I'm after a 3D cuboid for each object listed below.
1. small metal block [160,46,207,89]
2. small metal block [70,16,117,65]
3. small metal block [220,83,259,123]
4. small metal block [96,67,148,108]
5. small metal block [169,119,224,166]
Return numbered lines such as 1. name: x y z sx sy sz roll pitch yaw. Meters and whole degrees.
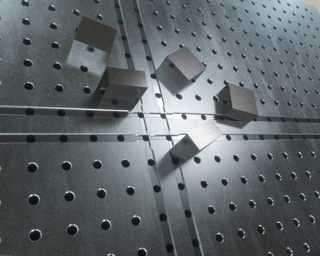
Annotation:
1. small metal block: 0.037 -0.096 0.489 0.050 0.025 0.050 48 51 5
2. small metal block: -0.092 -0.123 0.434 0.050 0.025 0.050 19 54 -18
3. small metal block: 0.129 -0.041 0.505 0.050 0.025 0.050 13 56 -21
4. small metal block: -0.050 -0.050 0.397 0.050 0.050 0.025 2 61 -28
5. small metal block: 0.047 0.019 0.408 0.050 0.050 0.025 -29 78 -38
